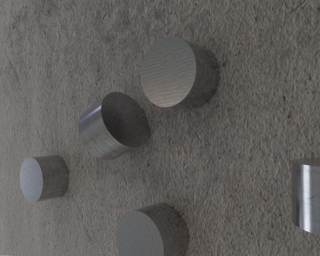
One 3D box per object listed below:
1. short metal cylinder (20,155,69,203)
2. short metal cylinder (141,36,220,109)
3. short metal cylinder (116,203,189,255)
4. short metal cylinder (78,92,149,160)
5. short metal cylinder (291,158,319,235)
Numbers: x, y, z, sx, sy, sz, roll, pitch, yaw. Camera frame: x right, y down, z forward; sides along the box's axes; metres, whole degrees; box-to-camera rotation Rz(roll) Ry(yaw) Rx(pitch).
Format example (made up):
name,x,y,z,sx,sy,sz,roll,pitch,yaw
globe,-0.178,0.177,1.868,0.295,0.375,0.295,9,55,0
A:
name,x,y,z,sx,sy,sz,roll,pitch,yaw
short metal cylinder,-0.210,0.091,0.563,0.080,0.050,0.080,0,90,40
short metal cylinder,0.023,-0.063,0.369,0.080,0.050,0.080,0,90,40
short metal cylinder,-0.010,0.141,0.397,0.080,0.050,0.080,0,90,40
short metal cylinder,-0.061,-0.002,0.420,0.050,0.081,0.080,-29,72,36
short metal cylinder,0.148,0.052,0.247,0.080,0.081,0.050,-1,90,40
